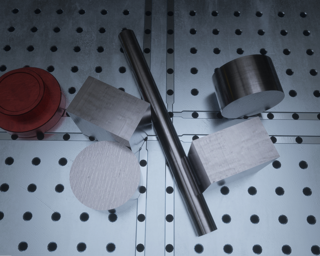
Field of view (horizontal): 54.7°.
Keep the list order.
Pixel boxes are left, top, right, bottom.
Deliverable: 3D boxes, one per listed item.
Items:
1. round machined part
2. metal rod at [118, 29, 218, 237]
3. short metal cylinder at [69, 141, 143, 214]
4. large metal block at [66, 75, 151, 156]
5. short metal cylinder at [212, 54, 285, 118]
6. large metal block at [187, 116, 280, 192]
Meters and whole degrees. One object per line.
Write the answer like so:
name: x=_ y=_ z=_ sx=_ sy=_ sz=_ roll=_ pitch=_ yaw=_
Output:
round machined part: x=-0.182 y=-0.040 z=0.416 sx=0.099 sy=0.042 sz=0.098 roll=0 pitch=70 yaw=0
metal rod: x=0.003 y=-0.007 z=0.414 sx=0.025 sy=0.025 sz=0.299 roll=-20 pitch=71 yaw=-7
short metal cylinder: x=-0.062 y=0.061 z=0.376 sx=0.081 sy=0.050 sz=0.080 roll=0 pitch=70 yaw=0
large metal block: x=-0.058 y=-0.010 z=0.386 sx=0.080 sy=0.080 sz=0.050 roll=25 pitch=72 yaw=9
short metal cylinder: x=0.113 y=-0.051 z=0.402 sx=0.081 sy=0.080 sz=0.050 roll=-10 pitch=70 yaw=-4
large metal block: x=0.081 y=0.036 z=0.370 sx=0.080 sy=0.080 sz=0.050 roll=-20 pitch=72 yaw=-7
